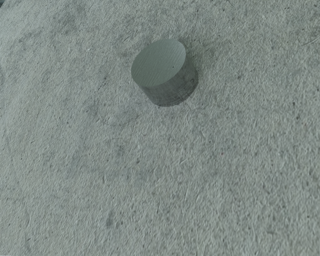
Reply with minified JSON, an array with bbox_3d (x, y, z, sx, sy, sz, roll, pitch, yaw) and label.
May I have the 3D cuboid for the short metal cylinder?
[{"bbox_3d":[0.007,-0.076,0.432,0.080,0.050,0.080,-13,56,21],"label":"short metal cylinder"}]
